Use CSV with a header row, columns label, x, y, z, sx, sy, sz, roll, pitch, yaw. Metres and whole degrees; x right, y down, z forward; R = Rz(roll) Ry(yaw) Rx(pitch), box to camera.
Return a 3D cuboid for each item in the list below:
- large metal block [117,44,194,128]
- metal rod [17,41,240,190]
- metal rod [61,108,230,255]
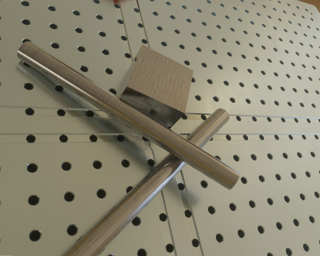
label,x,y,z,sx,sy,sz,roll,pitch,yaw
large metal block,-0.007,-0.054,0.423,0.080,0.050,0.080,24,53,-14
metal rod,-0.038,-0.015,0.376,0.301,0.025,0.025,32,51,1
metal rod,0.004,0.056,0.377,0.025,0.025,0.302,47,51,4
